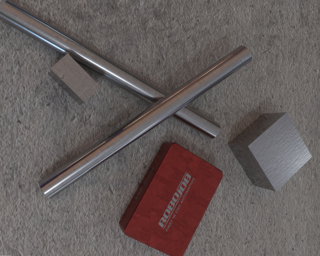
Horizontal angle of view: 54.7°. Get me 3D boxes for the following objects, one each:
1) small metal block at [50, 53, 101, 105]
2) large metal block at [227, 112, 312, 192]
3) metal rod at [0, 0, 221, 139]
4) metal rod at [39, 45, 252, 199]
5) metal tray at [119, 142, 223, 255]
[{"bbox_3d":[-0.100,-0.054,0.359,0.050,0.050,0.025,46,76,-15],"label":"small metal block"},{"bbox_3d":[0.162,0.033,0.457,0.080,0.050,0.080,-38,103,-16],"label":"large metal block"},{"bbox_3d":[-0.048,-0.064,0.391,0.301,0.025,0.025,29,81,-18],"label":"metal rod"},{"bbox_3d":[-0.011,-0.013,0.383,0.301,0.025,0.025,-35,102,-8],"label":"metal rod"},{"bbox_3d":[0.017,0.095,0.414,0.090,0.030,0.130,32,79,-18],"label":"metal tray"}]
